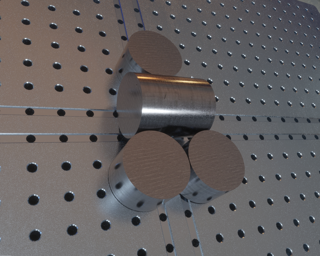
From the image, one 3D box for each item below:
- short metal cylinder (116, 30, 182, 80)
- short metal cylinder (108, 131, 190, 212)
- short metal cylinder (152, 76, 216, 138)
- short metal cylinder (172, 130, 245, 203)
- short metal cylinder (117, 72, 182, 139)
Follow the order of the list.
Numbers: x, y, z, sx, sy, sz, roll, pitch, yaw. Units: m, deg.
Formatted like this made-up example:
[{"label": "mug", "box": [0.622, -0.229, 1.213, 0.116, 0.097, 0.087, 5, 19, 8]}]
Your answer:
[{"label": "short metal cylinder", "box": [-0.016, -0.091, 0.440, 0.081, 0.050, 0.080, 14, 56, -21]}, {"label": "short metal cylinder", "box": [-0.013, 0.050, 0.355, 0.081, 0.050, 0.080, 14, 56, -21]}, {"label": "short metal cylinder", "box": [0.028, -0.027, 0.407, 0.050, 0.080, 0.080, 0, 62, -29]}, {"label": "short metal cylinder", "box": [0.059, 0.049, 0.394, 0.081, 0.050, 0.080, 14, 56, -21]}, {"label": "short metal cylinder", "box": [-0.016, -0.027, 0.383, 0.050, 0.080, 0.080, 0, 62, -29]}]
